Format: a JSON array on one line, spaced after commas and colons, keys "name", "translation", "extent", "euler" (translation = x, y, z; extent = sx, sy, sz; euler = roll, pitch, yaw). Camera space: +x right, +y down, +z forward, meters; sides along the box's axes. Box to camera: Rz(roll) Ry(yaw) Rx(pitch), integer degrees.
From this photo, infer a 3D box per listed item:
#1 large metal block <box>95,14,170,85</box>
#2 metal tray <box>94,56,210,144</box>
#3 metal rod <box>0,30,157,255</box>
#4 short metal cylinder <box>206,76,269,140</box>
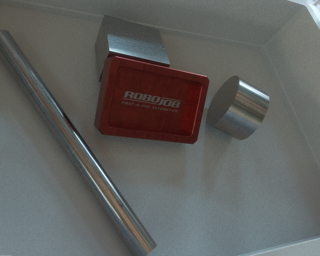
[{"name": "large metal block", "translation": [-0.040, -0.101, 0.421], "extent": [0.081, 0.050, 0.080], "euler": [7, 47, -25]}, {"name": "metal tray", "translation": [-0.008, -0.032, 0.386], "extent": [0.131, 0.030, 0.089], "euler": [7, 98, -25]}, {"name": "metal rod", "translation": [-0.102, 0.011, 0.344], "extent": [0.025, 0.025, 0.299], "euler": [-30, 78, -38]}, {"name": "short metal cylinder", "translation": [0.111, -0.029, 0.450], "extent": [0.050, 0.080, 0.080], "euler": [27, 52, -12]}]
